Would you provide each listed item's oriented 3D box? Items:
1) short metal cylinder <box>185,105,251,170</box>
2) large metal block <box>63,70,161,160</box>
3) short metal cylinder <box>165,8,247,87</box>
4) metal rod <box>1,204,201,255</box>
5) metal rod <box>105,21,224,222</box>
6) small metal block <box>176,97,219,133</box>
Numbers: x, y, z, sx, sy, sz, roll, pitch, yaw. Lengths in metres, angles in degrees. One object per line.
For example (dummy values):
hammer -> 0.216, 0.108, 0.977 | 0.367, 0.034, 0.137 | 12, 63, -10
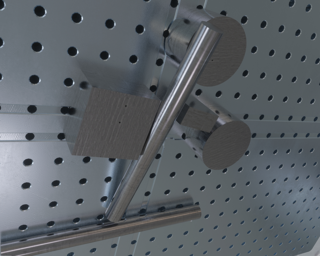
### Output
short metal cylinder -> 0.083, 0.014, 0.449 | 0.081, 0.050, 0.079 | -14, 124, -21
large metal block -> -0.057, -0.013, 0.356 | 0.081, 0.050, 0.079 | 9, 114, -32
short metal cylinder -> 0.053, -0.095, 0.365 | 0.081, 0.050, 0.079 | -14, 124, -21
metal rod -> -0.070, 0.152, 0.467 | 0.303, 0.025, 0.025 | -3, 120, -27
metal rod -> -0.008, 0.015, 0.377 | 0.025, 0.025, 0.298 | 6, 127, -31
small metal block -> 0.039, -0.021, 0.404 | 0.050, 0.050, 0.025 | 15, 111, -34
